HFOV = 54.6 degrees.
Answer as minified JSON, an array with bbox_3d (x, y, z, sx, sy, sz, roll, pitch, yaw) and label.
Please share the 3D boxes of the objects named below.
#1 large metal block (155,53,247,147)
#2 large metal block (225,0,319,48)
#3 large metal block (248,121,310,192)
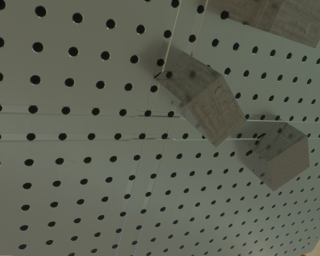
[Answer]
[{"bbox_3d":[0.050,-0.035,0.380,0.050,0.080,0.080,-41,129,0],"label":"large metal block"},{"bbox_3d":[0.139,-0.137,0.366,0.081,0.080,0.050,5,116,-31],"label":"large metal block"},{"bbox_3d":[0.207,0.049,0.537,0.080,0.050,0.080,-32,129,-8],"label":"large metal block"}]
